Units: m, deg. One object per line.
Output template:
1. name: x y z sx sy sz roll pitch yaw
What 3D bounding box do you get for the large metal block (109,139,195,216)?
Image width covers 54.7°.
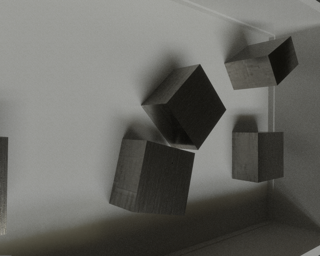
1. large metal block: -0.008 0.062 0.386 0.081 0.050 0.080 17 79 -39

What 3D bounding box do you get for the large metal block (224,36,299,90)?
1. large metal block: 0.169 -0.107 0.515 0.080 0.080 0.050 -39 114 -33

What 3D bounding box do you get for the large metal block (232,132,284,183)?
1. large metal block: 0.170 0.047 0.536 0.081 0.050 0.079 -1 91 -40

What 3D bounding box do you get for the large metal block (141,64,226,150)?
1. large metal block: 0.035 -0.028 0.422 0.080 0.050 0.080 -51 120 -28

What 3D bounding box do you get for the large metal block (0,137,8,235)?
1. large metal block: -0.172 0.047 0.247 0.081 0.050 0.079 1 89 -40
